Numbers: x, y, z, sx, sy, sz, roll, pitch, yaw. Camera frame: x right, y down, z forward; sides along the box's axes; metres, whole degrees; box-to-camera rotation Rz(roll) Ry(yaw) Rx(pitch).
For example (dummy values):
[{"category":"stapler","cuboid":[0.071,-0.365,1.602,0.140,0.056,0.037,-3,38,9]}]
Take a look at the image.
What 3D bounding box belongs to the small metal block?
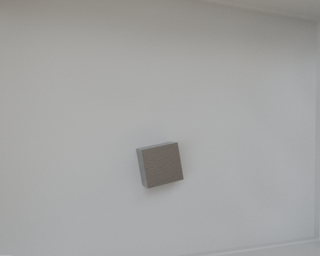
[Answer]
[{"category":"small metal block","cuboid":[0.000,0.048,0.410,0.050,0.025,0.050,-11,94,-20]}]
